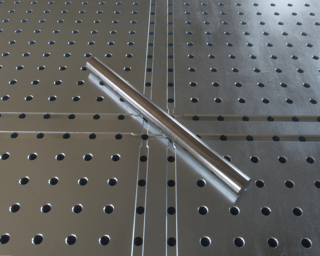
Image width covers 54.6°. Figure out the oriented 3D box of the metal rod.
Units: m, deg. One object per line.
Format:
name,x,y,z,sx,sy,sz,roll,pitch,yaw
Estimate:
metal rod,-0.006,-0.017,0.423,0.025,0.025,0.300,-35,58,-26
